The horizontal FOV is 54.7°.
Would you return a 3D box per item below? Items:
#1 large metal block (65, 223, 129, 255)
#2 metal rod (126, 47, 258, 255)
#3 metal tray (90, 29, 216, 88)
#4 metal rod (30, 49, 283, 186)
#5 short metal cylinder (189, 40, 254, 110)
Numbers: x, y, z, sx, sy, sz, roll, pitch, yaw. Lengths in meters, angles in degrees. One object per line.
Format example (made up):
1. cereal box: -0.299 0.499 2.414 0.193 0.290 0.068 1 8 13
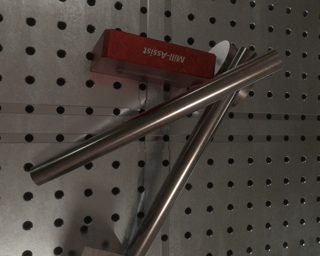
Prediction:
1. large metal block: -0.082 0.165 0.354 0.050 0.080 0.080 22 83 -19
2. metal rod: 0.033 0.042 0.380 0.025 0.025 0.299 26 99 -19
3. metal tray: -0.011 -0.078 0.374 0.131 0.090 0.030 8 88 -20
4. metal rod: -0.009 -0.009 0.348 0.301 0.025 0.025 -26 100 5
5. short metal cylinder: 0.084 -0.069 0.416 0.050 0.080 0.080 32 80 -18
